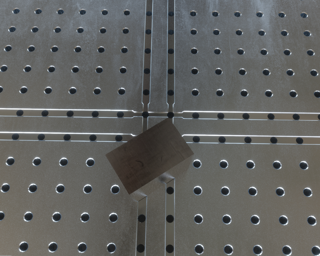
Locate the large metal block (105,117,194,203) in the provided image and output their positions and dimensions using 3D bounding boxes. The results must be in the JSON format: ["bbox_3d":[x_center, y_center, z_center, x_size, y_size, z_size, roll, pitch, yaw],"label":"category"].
[{"bbox_3d":[-0.011,0.041,0.367,0.080,0.080,0.050,-31,73,-11],"label":"large metal block"}]
